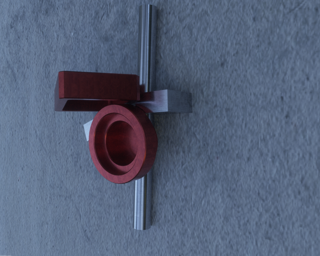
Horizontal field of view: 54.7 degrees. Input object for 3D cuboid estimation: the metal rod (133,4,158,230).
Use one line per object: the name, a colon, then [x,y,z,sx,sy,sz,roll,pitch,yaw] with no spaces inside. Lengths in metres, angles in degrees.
metal rod: [-0.020,-0.013,0.421,0.025,0.025,0.298,3,92,39]

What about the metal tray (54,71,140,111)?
metal tray: [-0.087,-0.043,0.404,0.130,0.091,0.030,170,98,-69]

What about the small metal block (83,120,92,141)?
small metal block: [-0.073,-0.001,0.448,0.050,0.050,0.025,-24,75,37]

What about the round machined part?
round machined part: [-0.042,0.018,0.392,0.098,0.042,0.097,3,95,37]

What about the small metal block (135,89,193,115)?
small metal block: [0.005,-0.031,0.384,0.050,0.050,0.025,-2,89,39]
